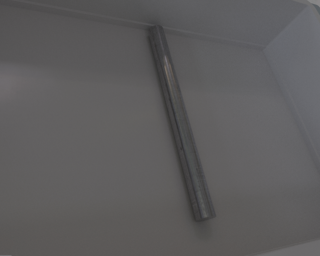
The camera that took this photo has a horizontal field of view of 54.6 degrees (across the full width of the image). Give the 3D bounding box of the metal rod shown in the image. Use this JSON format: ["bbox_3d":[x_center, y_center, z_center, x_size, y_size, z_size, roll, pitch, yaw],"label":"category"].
[{"bbox_3d":[0.024,-0.024,0.432,0.025,0.025,0.299,1,61,-28],"label":"metal rod"}]
